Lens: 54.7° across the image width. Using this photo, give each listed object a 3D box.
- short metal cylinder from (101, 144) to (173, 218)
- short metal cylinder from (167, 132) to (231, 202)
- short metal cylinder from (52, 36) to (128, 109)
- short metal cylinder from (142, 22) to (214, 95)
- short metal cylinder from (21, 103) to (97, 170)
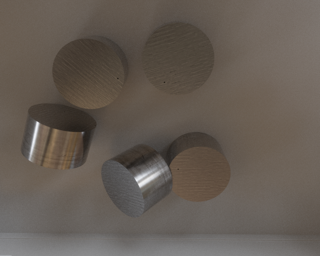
[{"bbox_3d":[-0.031,0.067,0.400,0.080,0.050,0.079,24,127,37],"label":"short metal cylinder"},{"bbox_3d":[0.050,0.051,0.418,0.081,0.050,0.079,0,110,-1],"label":"short metal cylinder"},{"bbox_3d":[-0.081,-0.068,0.372,0.081,0.050,0.079,0,110,-1],"label":"short metal cylinder"},{"bbox_3d":[0.020,-0.084,0.367,0.081,0.050,0.079,0,110,-1],"label":"short metal cylinder"},{"bbox_3d":[-0.125,0.009,0.383,0.080,0.080,0.050,17,109,-7],"label":"short metal cylinder"}]
